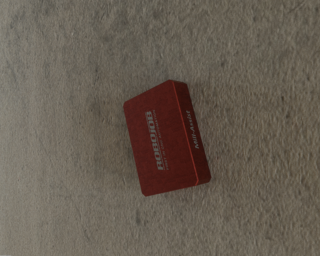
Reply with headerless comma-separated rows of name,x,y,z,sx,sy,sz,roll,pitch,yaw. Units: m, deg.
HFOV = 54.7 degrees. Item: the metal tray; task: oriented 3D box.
metal tray,0.005,0.015,0.396,0.090,0.030,0.129,-22,77,37
